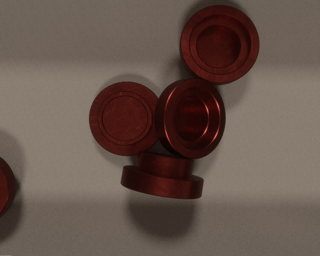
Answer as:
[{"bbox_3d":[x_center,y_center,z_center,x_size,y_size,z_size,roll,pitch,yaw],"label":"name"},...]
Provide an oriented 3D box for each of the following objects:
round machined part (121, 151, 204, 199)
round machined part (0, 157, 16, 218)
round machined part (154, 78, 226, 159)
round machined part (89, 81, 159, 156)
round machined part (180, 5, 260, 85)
[{"bbox_3d":[0.005,0.053,0.375,0.099,0.098,0.042,9,88,-1],"label":"round machined part"},{"bbox_3d":[-0.235,0.076,0.400,0.099,0.042,0.097,0,90,-1],"label":"round machined part"},{"bbox_3d":[0.033,-0.012,0.388,0.099,0.042,0.097,-2,93,-35],"label":"round machined part"},{"bbox_3d":[-0.043,-0.012,0.402,0.099,0.042,0.097,0,90,-1],"label":"round machined part"},{"bbox_3d":[0.074,-0.104,0.404,0.099,0.042,0.097,0,90,-1],"label":"round machined part"}]
